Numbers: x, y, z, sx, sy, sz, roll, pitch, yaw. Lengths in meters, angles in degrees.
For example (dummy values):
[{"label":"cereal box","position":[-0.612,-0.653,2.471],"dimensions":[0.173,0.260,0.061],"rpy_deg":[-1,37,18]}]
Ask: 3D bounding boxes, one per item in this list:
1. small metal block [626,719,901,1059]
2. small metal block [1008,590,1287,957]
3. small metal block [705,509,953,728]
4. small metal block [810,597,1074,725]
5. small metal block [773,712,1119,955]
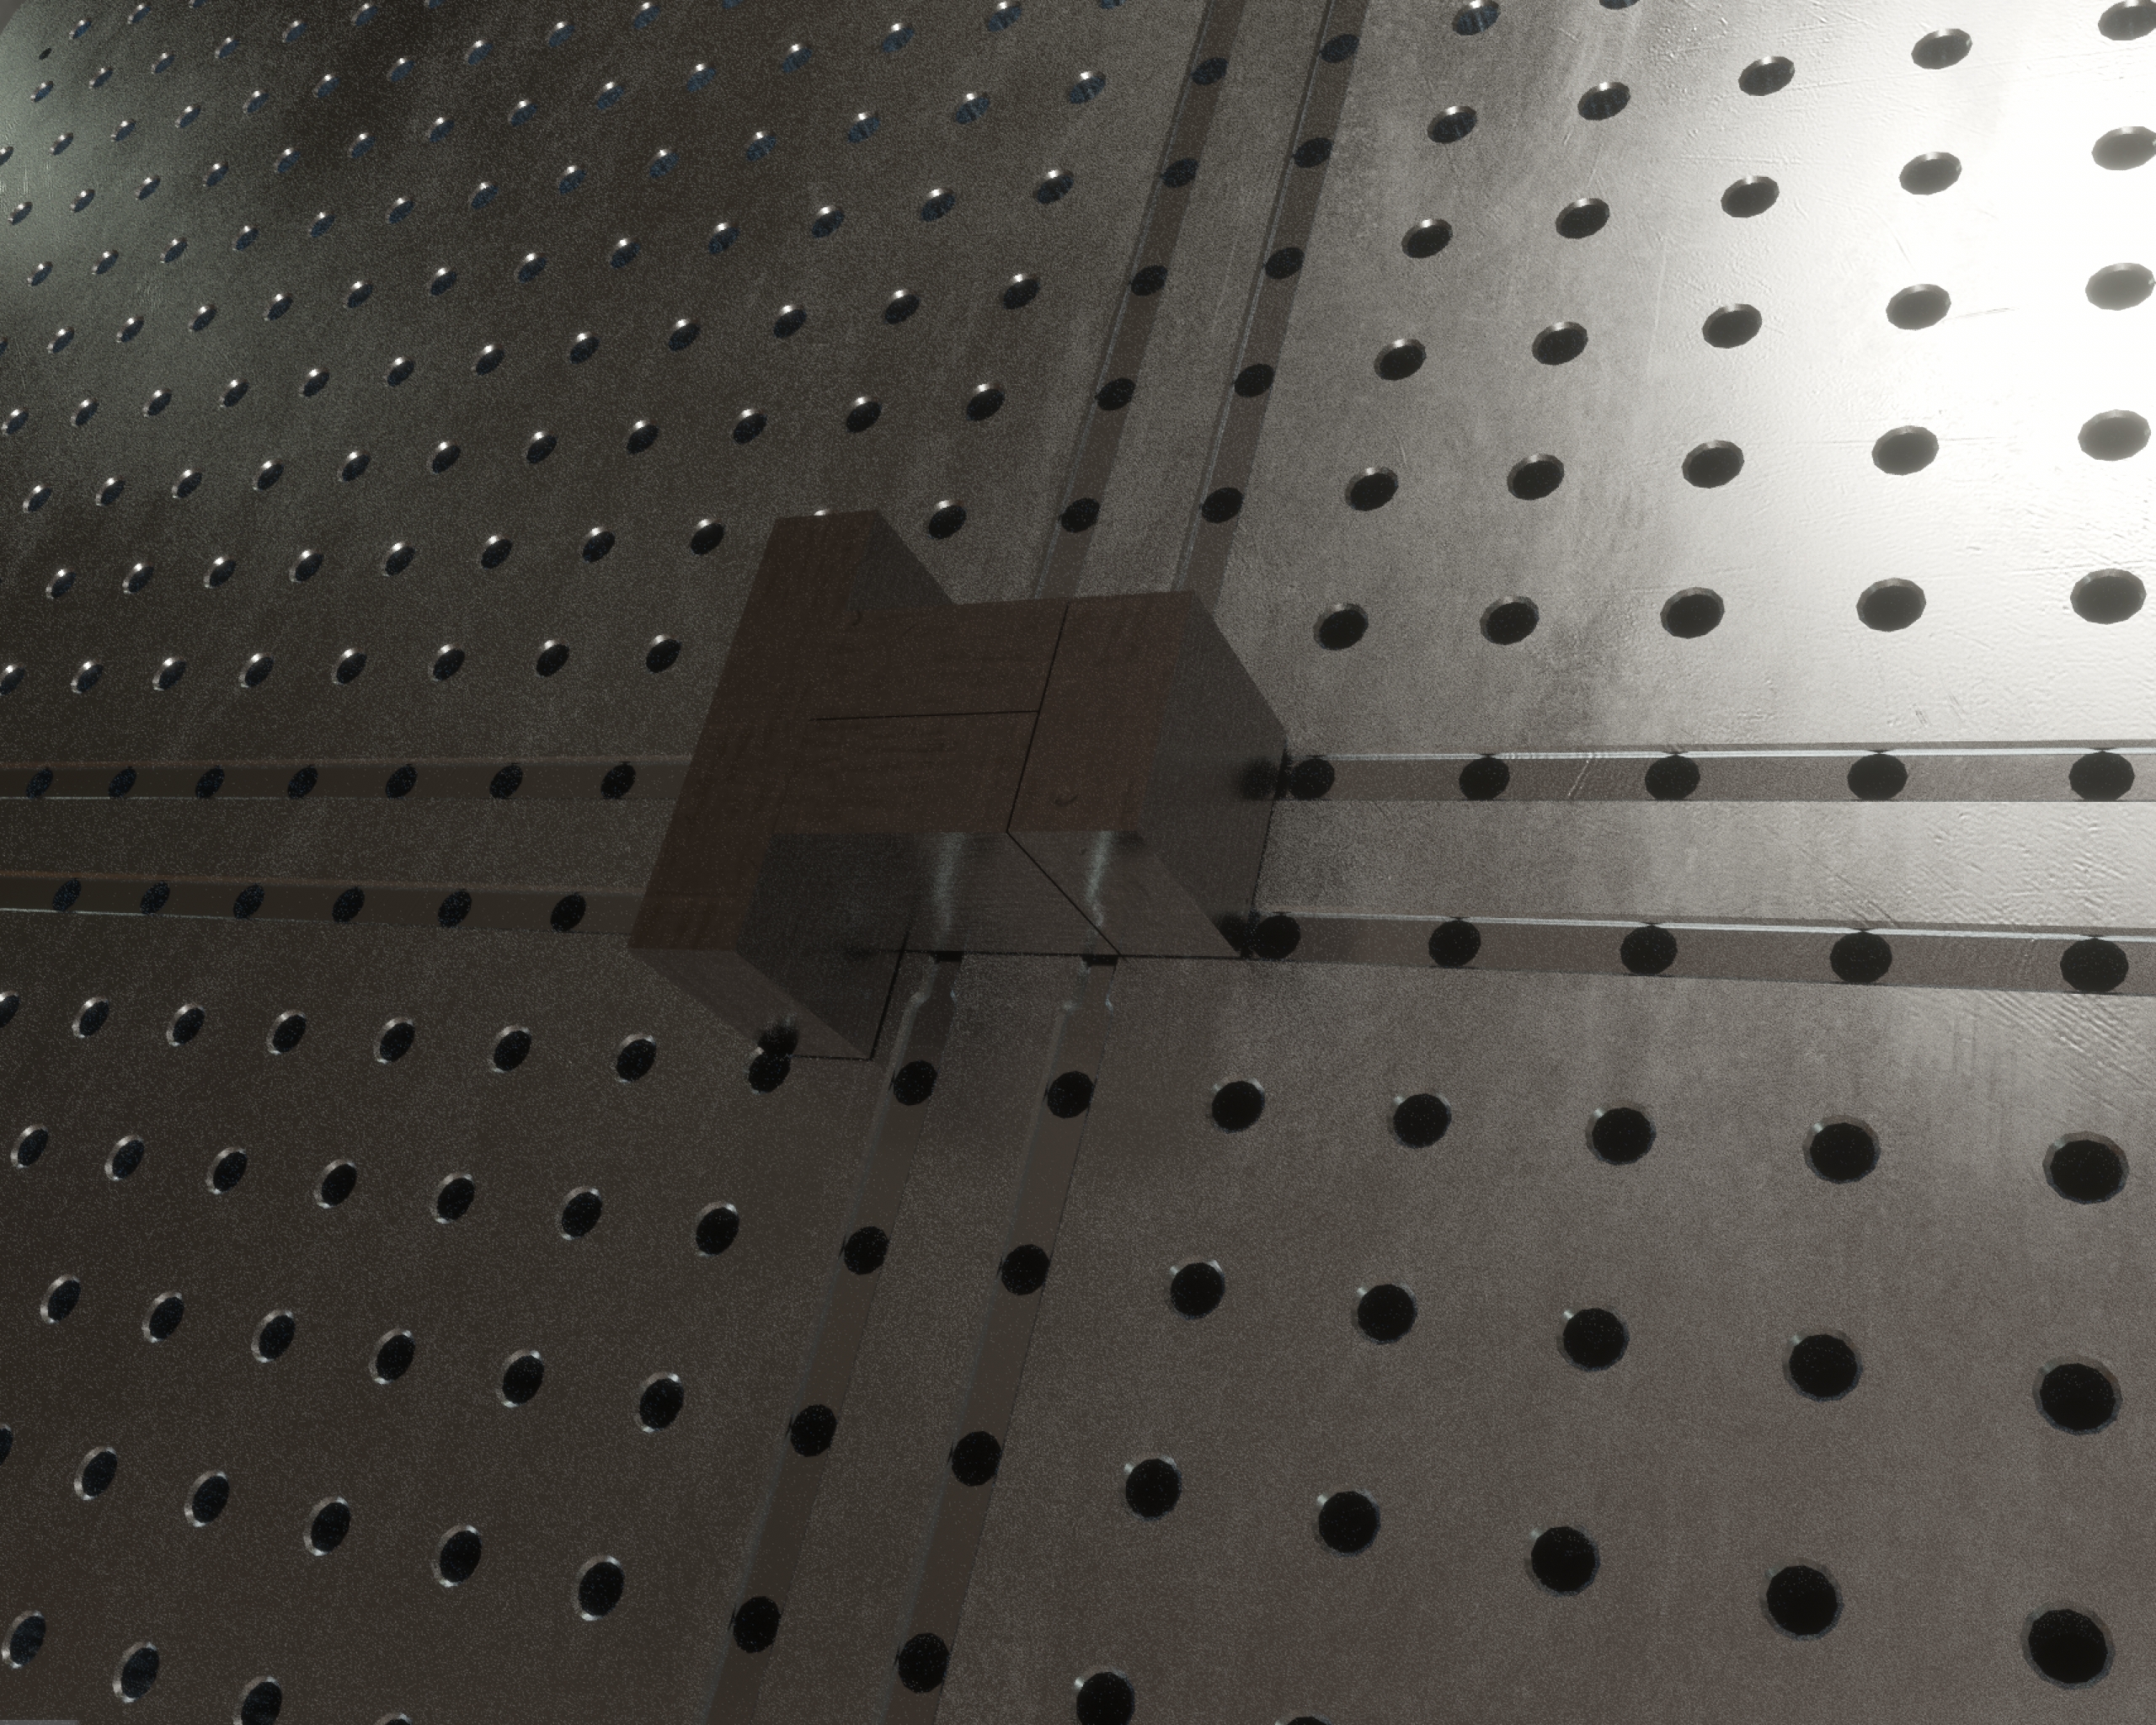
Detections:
[{"label":"small metal block","position":[-0.058,0.006,0.416],"dimensions":[0.025,0.050,0.050],"rpy_deg":[0,62,28]},{"label":"small metal block","position":[0.015,-0.016,0.392],"dimensions":[0.025,0.050,0.050],"rpy_deg":[0,62,28]},{"label":"small metal block","position":[-0.047,-0.038,0.438],"dimensions":[0.025,0.050,0.050],"rpy_deg":[0,62,28]},{"label":"small metal block","position":[-0.016,-0.027,0.415],"dimensions":[0.050,0.050,0.025],"rpy_deg":[0,62,28]},{"label":"small metal block","position":[-0.022,-0.005,0.404],"dimensions":[0.050,0.050,0.025],"rpy_deg":[0,62,28]}]
